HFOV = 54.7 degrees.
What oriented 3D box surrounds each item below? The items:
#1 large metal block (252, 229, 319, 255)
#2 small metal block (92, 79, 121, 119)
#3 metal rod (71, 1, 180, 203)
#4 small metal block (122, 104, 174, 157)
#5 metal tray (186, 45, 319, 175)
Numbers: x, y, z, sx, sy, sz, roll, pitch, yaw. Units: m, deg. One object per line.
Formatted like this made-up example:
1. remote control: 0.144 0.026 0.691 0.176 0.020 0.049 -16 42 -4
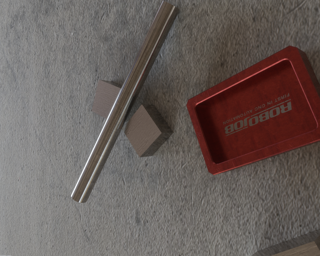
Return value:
1. large metal block: 0.131 0.146 0.280 0.080 0.050 0.080 -38 67 33
2. small metal block: -0.072 -0.041 0.462 0.050 0.025 0.050 25 106 37
3. metal rod: -0.053 -0.026 0.425 0.025 0.025 0.298 36 106 34
4. small metal block: -0.017 0.004 0.417 0.050 0.025 0.050 -49 62 28
5. metal tray: 0.097 -0.012 0.320 0.130 0.030 0.090 -27 73 36
